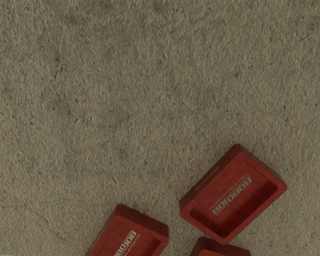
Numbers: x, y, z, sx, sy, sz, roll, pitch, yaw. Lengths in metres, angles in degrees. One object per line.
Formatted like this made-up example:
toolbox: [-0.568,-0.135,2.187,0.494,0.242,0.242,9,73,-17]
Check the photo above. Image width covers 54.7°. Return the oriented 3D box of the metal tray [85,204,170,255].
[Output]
metal tray: [-0.055,0.189,0.476,0.090,0.030,0.129,28,107,-10]

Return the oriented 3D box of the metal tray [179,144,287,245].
metal tray: [0.101,0.097,0.443,0.090,0.030,0.130,37,106,-13]

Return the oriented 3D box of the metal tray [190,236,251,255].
metal tray: [0.082,0.245,0.498,0.091,0.030,0.129,19,109,-7]
